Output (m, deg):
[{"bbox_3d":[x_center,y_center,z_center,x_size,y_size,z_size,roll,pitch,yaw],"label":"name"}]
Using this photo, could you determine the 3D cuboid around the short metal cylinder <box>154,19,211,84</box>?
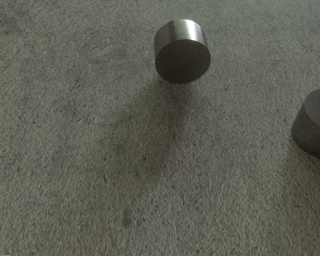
[{"bbox_3d":[0.032,-0.113,0.463,0.081,0.080,0.050,-3,50,-2],"label":"short metal cylinder"}]

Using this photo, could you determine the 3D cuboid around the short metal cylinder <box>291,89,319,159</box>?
[{"bbox_3d":[0.216,-0.005,0.393,0.081,0.050,0.080,0,50,0],"label":"short metal cylinder"}]
